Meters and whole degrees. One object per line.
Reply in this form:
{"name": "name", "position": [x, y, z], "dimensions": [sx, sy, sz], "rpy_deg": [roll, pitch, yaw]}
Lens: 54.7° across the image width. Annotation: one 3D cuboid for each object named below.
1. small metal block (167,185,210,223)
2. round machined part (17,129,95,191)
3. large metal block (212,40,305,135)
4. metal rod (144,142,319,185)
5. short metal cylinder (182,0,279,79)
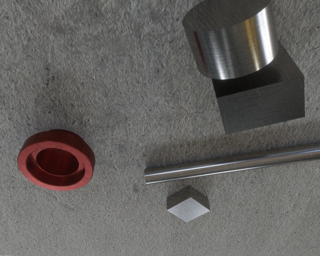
{"name": "small metal block", "position": [0.047, 0.127, 0.516], "dimensions": [0.050, 0.025, 0.050], "rpy_deg": [-36, 122, 26]}
{"name": "round machined part", "position": [-0.139, 0.040, 0.428], "dimensions": [0.099, 0.042, 0.097], "rpy_deg": [-1, 130, 0]}
{"name": "large metal block", "position": [0.100, -0.046, 0.334], "dimensions": [0.080, 0.080, 0.050], "rpy_deg": [-14, 129, 11]}
{"name": "metal rod", "position": [0.127, 0.049, 0.450], "dimensions": [0.301, 0.025, 0.025], "rpy_deg": [-10, 130, 7]}
{"name": "short metal cylinder", "position": [0.067, -0.091, 0.295], "dimensions": [0.080, 0.080, 0.050], "rpy_deg": [-16, 128, 13]}
